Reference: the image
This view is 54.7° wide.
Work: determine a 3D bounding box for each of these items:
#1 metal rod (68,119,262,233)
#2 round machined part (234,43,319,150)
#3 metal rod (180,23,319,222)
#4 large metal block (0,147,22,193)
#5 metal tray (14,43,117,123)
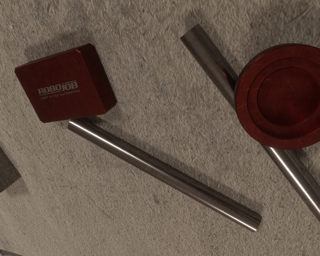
[{"bbox_3d":[0.000,0.061,0.442,0.301,0.025,0.025,28,128,10],"label":"metal rod"},{"bbox_3d":[0.122,-0.032,0.299,0.099,0.042,0.097,3,108,8],"label":"round machined part"},{"bbox_3d":[0.124,0.013,0.348,0.025,0.025,0.300,-33,101,38],"label":"metal rod"},{"bbox_3d":[-0.341,0.086,0.620,0.080,0.050,0.080,-15,111,34],"label":"large metal block"},{"bbox_3d":[-0.134,-0.058,0.436,0.130,0.030,0.090,-6,116,30],"label":"metal tray"}]
